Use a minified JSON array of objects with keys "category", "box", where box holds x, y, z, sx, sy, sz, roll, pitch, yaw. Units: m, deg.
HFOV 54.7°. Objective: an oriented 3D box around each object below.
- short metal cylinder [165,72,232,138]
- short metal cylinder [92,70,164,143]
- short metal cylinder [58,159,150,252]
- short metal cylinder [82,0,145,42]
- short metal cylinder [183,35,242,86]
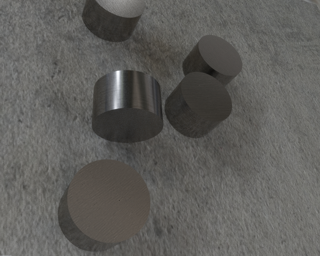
[{"category":"short metal cylinder","box":[0.054,-0.032,0.438,0.081,0.050,0.080,14,56,-21]},{"category":"short metal cylinder","box":[-0.038,-0.023,0.363,0.081,0.080,0.050,10,58,-24]},{"category":"short metal cylinder","box":[-0.057,0.078,0.311,0.081,0.050,0.080,14,56,-21]},{"category":"short metal cylinder","box":[-0.069,-0.175,0.459,0.081,0.050,0.080,14,56,-21]},{"category":"short metal cylinder","box":[0.084,-0.101,0.497,0.081,0.050,0.080,14,56,-21]}]
